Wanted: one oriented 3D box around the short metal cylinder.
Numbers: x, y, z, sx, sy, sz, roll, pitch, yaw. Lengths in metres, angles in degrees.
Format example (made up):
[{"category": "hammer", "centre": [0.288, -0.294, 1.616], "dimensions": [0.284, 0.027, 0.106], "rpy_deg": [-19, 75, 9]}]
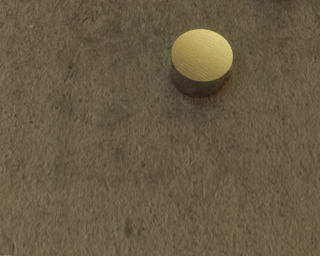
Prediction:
[{"category": "short metal cylinder", "centre": [0.055, -0.088, 0.428], "dimensions": [0.081, 0.050, 0.080], "rpy_deg": [0, 70, 0]}]
